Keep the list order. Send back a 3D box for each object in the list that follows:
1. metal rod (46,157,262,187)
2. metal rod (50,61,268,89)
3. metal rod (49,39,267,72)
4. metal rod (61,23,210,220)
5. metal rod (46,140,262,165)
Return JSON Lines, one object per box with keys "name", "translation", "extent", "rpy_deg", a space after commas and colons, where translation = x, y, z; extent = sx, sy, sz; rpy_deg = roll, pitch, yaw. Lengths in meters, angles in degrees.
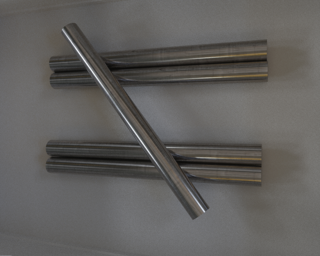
{"name": "metal rod", "translation": [-0.022, 0.056, 0.416], "extent": [0.301, 0.025, 0.025], "rpy_deg": [0, 90, 19]}
{"name": "metal rod", "translation": [-0.015, -0.069, 0.414], "extent": [0.301, 0.025, 0.025], "rpy_deg": [1, 90, 19]}
{"name": "metal rod", "translation": [-0.016, -0.093, 0.414], "extent": [0.301, 0.025, 0.025], "rpy_deg": [1, 90, 19]}
{"name": "metal rod", "translation": [-0.038, -0.017, 0.396], "extent": [0.025, 0.025, 0.299], "rpy_deg": [-40, 78, 16]}
{"name": "metal rod", "translation": [-0.021, 0.031, 0.416], "extent": [0.301, 0.025, 0.025], "rpy_deg": [0, 90, 19]}
